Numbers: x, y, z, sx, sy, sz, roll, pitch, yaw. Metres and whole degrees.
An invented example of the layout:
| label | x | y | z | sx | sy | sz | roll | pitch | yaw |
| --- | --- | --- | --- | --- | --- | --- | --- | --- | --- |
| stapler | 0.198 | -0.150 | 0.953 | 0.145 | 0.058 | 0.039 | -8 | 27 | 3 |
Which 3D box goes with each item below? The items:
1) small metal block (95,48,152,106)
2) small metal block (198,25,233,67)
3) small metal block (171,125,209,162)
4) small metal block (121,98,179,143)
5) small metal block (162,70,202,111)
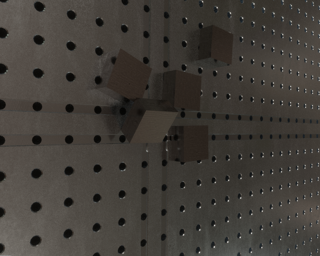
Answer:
| label | x | y | z | sx | sy | sz | roll | pitch | yaw |
| --- | --- | --- | --- | --- | --- | --- | --- | --- | --- |
| small metal block | -0.043 | -0.060 | 0.375 | 0.050 | 0.025 | 0.050 | 27 | 73 | -37 |
| small metal block | 0.088 | -0.127 | 0.485 | 0.050 | 0.025 | 0.050 | 7 | 86 | -40 |
| small metal block | 0.044 | 0.021 | 0.448 | 0.050 | 0.025 | 0.050 | -2 | 91 | -40 |
| small metal block | -0.013 | -0.008 | 0.383 | 0.050 | 0.025 | 0.050 | 1 | 129 | -40 |
| small metal block | 0.031 | -0.051 | 0.437 | 0.050 | 0.025 | 0.050 | 5 | 87 | -40 |
